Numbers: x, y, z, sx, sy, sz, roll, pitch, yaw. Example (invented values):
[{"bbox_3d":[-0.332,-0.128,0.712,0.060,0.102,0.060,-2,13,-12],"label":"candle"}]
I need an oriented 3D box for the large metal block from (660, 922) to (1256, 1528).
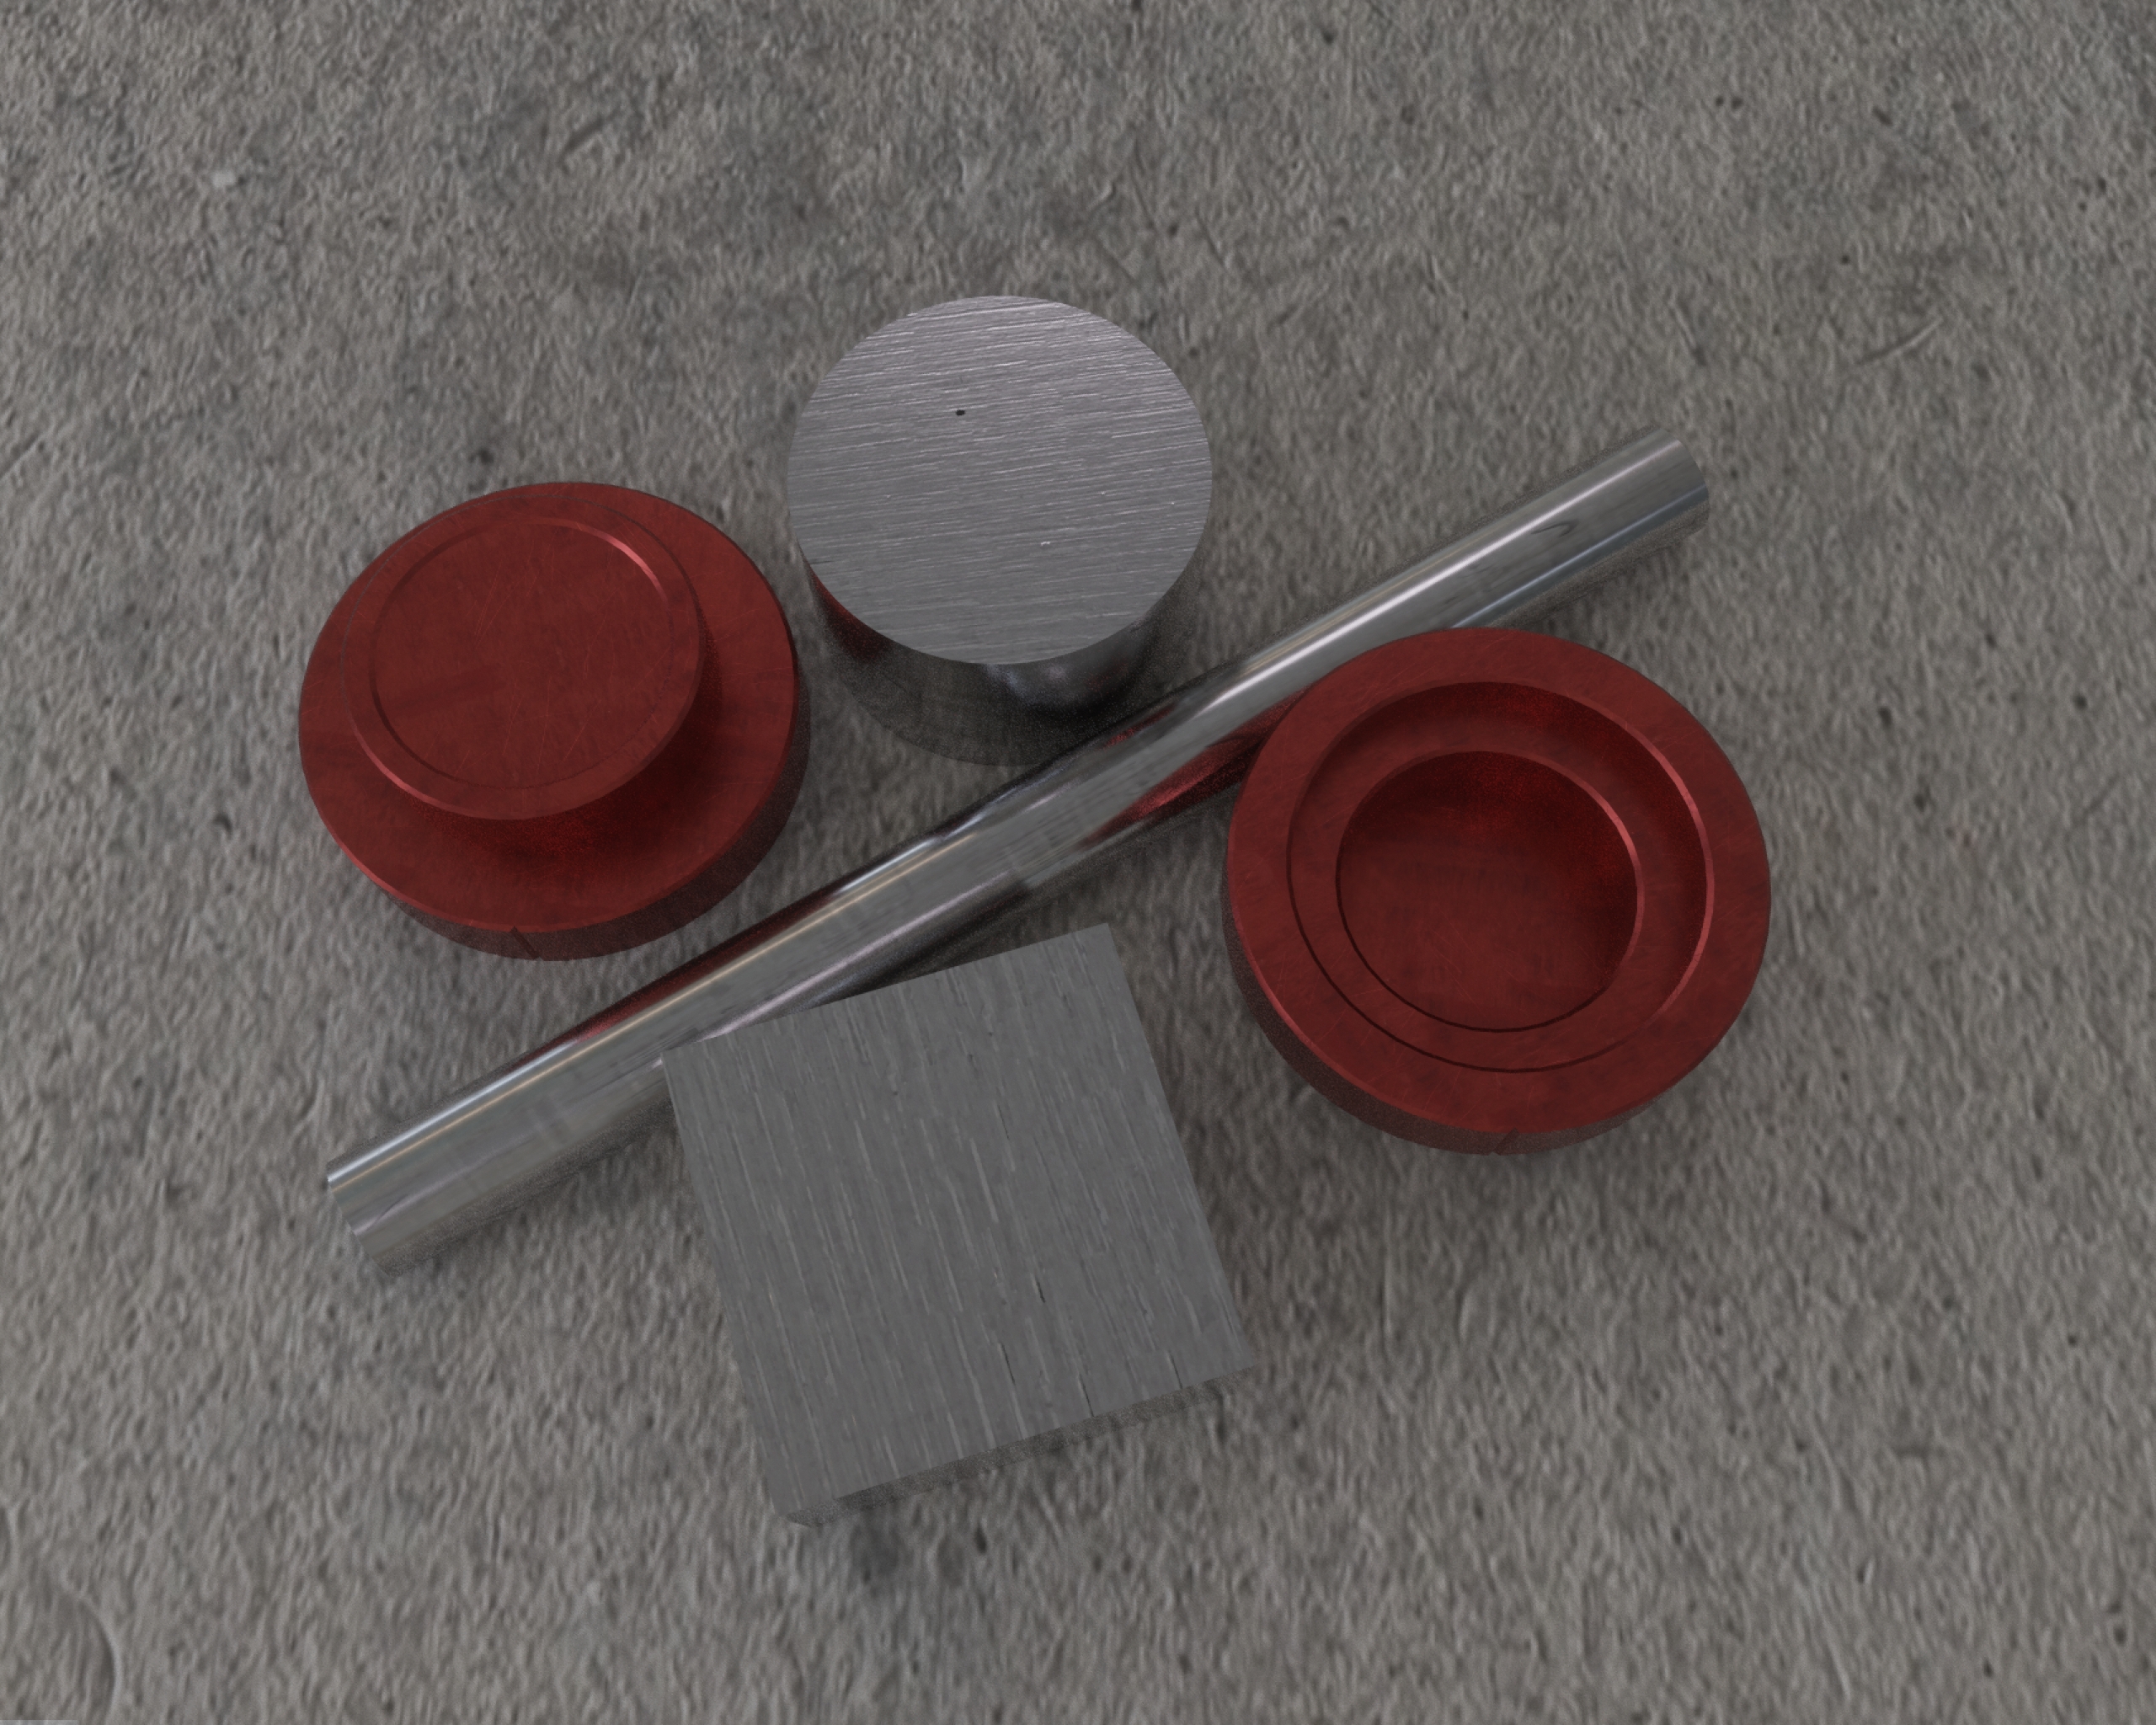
[{"bbox_3d":[-0.021,0.066,0.372,0.081,0.050,0.080,-16,71,-6],"label":"large metal block"}]

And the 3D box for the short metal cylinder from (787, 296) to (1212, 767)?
[{"bbox_3d":[-0.015,-0.065,0.419,0.081,0.050,0.080,0,70,0],"label":"short metal cylinder"}]

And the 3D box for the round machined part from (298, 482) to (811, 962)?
[{"bbox_3d":[-0.104,-0.033,0.411,0.099,0.042,0.098,0,70,0],"label":"round machined part"}]

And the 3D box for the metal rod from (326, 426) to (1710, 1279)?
[{"bbox_3d":[-0.003,-0.008,0.413,0.301,0.025,0.025,-30,73,-11],"label":"metal rod"}]

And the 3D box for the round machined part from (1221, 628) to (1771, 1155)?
[{"bbox_3d":[0.076,0.008,0.397,0.099,0.042,0.098,0,70,0],"label":"round machined part"}]
